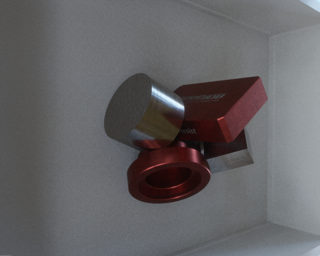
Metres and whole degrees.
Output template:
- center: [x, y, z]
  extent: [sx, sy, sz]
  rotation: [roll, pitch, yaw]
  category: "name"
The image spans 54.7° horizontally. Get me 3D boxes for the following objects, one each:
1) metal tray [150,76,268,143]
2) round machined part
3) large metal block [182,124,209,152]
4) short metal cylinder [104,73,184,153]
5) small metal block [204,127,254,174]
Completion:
- center: [0.052, -0.023, 0.381]
  extent: [0.090, 0.130, 0.030]
  rotation: [-43, 117, -32]
  category: "metal tray"
- center: [0.009, 0.051, 0.379]
  extent: [0.098, 0.098, 0.042]
  rotation: [26, 38, -38]
  category: "round machined part"
- center: [0.065, 0.012, 0.435]
  extent: [0.081, 0.050, 0.079]
  rotation: [-18, 107, -39]
  category: "large metal block"
- center: [-0.019, -0.015, 0.354]
  extent: [0.050, 0.080, 0.080]
  rotation: [29, 72, -37]
  category: "short metal cylinder"
- center: [0.080, 0.022, 0.369]
  extent: [0.025, 0.050, 0.050]
  rotation: [58, 25, -33]
  category: "small metal block"
